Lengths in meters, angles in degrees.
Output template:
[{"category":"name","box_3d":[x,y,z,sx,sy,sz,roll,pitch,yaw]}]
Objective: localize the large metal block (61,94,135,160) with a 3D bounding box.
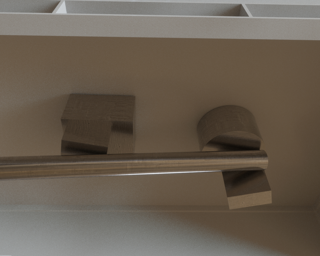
[{"category":"large metal block","box_3d":[-0.073,0.005,0.392,0.081,0.050,0.079,2,130,-2]}]

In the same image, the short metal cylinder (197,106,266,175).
[{"category":"short metal cylinder","box_3d":[0.091,0.018,0.407,0.081,0.050,0.079,0,130,0]}]

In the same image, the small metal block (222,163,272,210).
[{"category":"small metal block","box_3d":[0.106,0.069,0.384,0.050,0.050,0.025,-11,129,9]}]

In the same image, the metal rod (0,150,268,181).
[{"category":"metal rod","box_3d":[-0.024,0.041,0.349,0.302,0.025,0.025,-1,131,-10]}]

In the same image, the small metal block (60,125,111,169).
[{"category":"small metal block","box_3d":[-0.088,0.028,0.363,0.050,0.025,0.050,10,129,-9]}]
